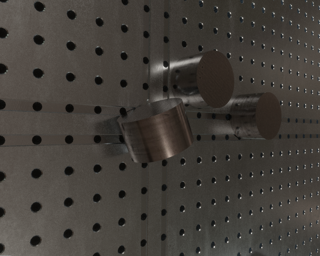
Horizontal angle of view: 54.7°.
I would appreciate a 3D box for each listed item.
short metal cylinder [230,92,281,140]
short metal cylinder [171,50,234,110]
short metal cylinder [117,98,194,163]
[{"bbox_3d":[0.166,-0.020,0.535,0.081,0.050,0.079,0,90,-40],"label":"short metal cylinder"},{"bbox_3d":[0.062,-0.067,0.447,0.081,0.050,0.079,0,90,-40],"label":"short metal cylinder"},{"bbox_3d":[-0.005,0.001,0.371,0.081,0.080,0.050,-29,109,-36],"label":"short metal cylinder"}]
